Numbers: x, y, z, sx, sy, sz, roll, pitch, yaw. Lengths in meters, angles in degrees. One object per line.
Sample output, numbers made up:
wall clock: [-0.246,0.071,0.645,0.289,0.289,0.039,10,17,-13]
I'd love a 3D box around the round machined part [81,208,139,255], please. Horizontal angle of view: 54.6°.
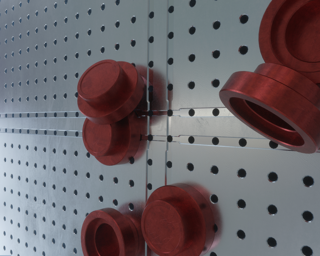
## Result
round machined part: [-0.070,0.167,0.457,0.098,0.042,0.097,0,90,40]

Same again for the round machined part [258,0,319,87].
round machined part: [0.144,-0.085,0.279,0.098,0.042,0.097,0,90,40]

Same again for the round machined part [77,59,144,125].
round machined part: [-0.075,-0.057,0.432,0.098,0.042,0.098,-13,54,19]

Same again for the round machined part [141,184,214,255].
round machined part: [0.015,0.121,0.387,0.098,0.042,0.097,0,90,40]

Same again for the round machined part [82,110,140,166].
round machined part: [-0.079,0.008,0.465,0.098,0.042,0.097,0,90,40]

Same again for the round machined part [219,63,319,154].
round machined part: [0.107,-0.022,0.281,0.098,0.098,0.042,33,86,35]
